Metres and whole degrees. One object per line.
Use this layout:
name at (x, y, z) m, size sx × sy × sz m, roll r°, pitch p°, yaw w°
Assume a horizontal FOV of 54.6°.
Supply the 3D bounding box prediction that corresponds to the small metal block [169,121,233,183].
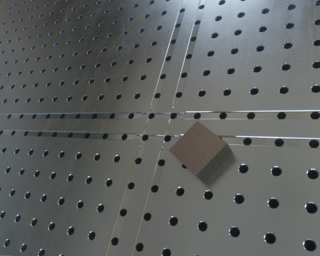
small metal block at (0.048, 0.028, 0.367) m, size 0.050 × 0.025 × 0.050 m, roll -46°, pitch 51°, yaw -4°
